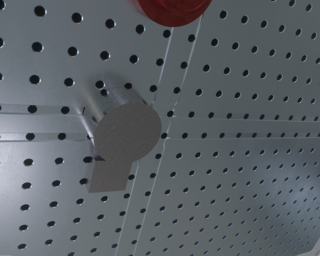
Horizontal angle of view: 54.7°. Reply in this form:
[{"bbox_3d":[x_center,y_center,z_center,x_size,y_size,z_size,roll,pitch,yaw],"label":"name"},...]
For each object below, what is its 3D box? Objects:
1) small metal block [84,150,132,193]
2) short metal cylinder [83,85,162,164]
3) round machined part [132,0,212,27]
[{"bbox_3d":[-0.068,0.057,0.409,0.050,0.025,0.050,2,118,-30],"label":"small metal block"},{"bbox_3d":[-0.045,-0.004,0.368,0.081,0.050,0.079,-14,124,-21],"label":"short metal cylinder"},{"bbox_3d":[0.019,-0.152,0.316,0.099,0.042,0.097,-14,124,-21],"label":"round machined part"}]
